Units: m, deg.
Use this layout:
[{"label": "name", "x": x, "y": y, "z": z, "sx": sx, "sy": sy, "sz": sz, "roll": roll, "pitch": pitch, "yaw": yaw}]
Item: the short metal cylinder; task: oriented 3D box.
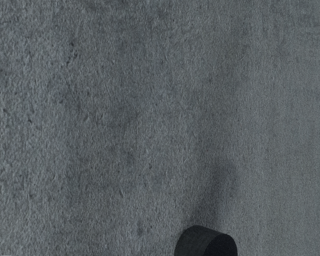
[{"label": "short metal cylinder", "x": 0.066, "y": 0.186, "z": 0.444, "sx": 0.081, "sy": 0.050, "sz": 0.080, "roll": 0, "pitch": 90, "yaw": -40}]
